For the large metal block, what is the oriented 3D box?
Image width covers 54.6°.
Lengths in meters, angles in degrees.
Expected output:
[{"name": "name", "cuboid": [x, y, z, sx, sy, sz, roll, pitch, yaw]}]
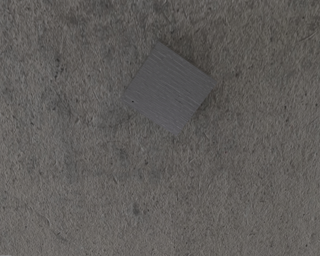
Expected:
[{"name": "large metal block", "cuboid": [0.009, -0.051, 0.378, 0.080, 0.050, 0.080, 33, 107, -11]}]
